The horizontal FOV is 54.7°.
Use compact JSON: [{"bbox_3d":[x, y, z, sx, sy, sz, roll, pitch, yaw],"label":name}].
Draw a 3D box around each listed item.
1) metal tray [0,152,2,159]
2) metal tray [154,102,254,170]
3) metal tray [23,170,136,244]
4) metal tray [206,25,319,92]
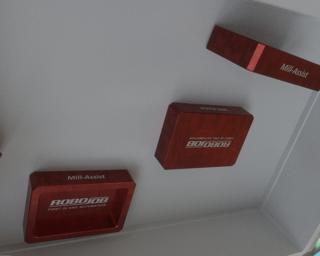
[{"bbox_3d":[-0.195,0.075,0.278,0.030,0.130,0.090,37,98,-23],"label":"metal tray"},{"bbox_3d":[0.065,0.013,0.449,0.131,0.030,0.089,1,118,-29],"label":"metal tray"},{"bbox_3d":[-0.105,0.101,0.410,0.131,0.030,0.089,3,117,-30],"label":"metal tray"},{"bbox_3d":[0.134,-0.086,0.386,0.131,0.090,0.030,7,115,-32],"label":"metal tray"}]
